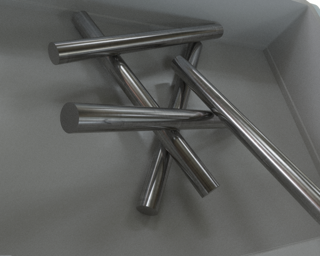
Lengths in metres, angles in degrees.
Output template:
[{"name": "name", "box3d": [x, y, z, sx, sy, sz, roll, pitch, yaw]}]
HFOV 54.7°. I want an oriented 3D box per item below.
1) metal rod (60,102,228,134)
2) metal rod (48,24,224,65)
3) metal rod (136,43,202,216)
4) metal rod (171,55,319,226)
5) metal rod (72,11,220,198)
[{"name": "metal rod", "box3d": [0.024, -0.010, 0.361, 0.302, 0.025, 0.025, -1, 61, -51]}, {"name": "metal rod", "box3d": [-0.009, -0.124, 0.436, 0.302, 0.025, 0.025, -22, 74, -40]}, {"name": "metal rod", "box3d": [0.023, -0.023, 0.431, 0.025, 0.025, 0.300, 27, 52, -12]}, {"name": "metal rod", "box3d": [0.100, 0.002, 0.370, 0.025, 0.025, 0.300, -10, 47, -33]}, {"name": "metal rod", "box3d": [-0.028, -0.042, 0.394, 0.025, 0.025, 0.299, -23, 68, -36]}]
